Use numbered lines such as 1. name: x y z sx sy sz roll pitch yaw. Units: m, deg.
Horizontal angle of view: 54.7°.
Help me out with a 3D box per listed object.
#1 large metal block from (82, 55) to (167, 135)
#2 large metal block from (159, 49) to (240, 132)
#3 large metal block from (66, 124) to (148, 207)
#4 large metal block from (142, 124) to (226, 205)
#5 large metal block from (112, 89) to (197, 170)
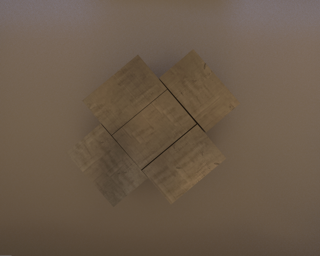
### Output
1. large metal block: -0.039 -0.037 0.382 0.080 0.080 0.050 -40 90 0
2. large metal block: 0.044 -0.042 0.384 0.050 0.080 0.080 -41 91 0
3. large metal block: -0.059 0.041 0.382 0.050 0.080 0.080 -41 91 0
4. large metal block: 0.027 0.040 0.384 0.080 0.080 0.050 -40 90 0
5. large metal block: -0.006 0.001 0.383 0.080 0.080 0.050 -40 90 0
